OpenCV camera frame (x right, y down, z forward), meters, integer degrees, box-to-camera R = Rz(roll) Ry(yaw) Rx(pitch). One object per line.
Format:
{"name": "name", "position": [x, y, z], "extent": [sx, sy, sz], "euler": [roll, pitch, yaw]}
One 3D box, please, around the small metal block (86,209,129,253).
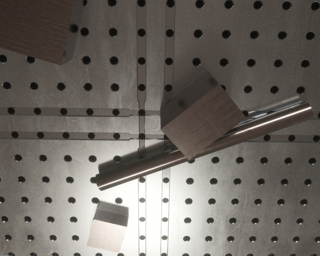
{"name": "small metal block", "position": [-0.079, 0.157, 0.470], "extent": [0.050, 0.025, 0.050], "euler": [15, 109, -6]}

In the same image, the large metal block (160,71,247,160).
{"name": "large metal block", "position": [0.048, -0.019, 0.378], "extent": [0.080, 0.080, 0.050], "euler": [-38, 106, 12]}

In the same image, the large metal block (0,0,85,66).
{"name": "large metal block", "position": [-0.137, -0.125, 0.352], "extent": [0.080, 0.050, 0.079], "euler": [16, 109, -6]}

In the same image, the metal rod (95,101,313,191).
{"name": "metal rod", "position": [0.055, 0.027, 0.424], "extent": [0.301, 0.025, 0.025], "euler": [-20, 109, 6]}
